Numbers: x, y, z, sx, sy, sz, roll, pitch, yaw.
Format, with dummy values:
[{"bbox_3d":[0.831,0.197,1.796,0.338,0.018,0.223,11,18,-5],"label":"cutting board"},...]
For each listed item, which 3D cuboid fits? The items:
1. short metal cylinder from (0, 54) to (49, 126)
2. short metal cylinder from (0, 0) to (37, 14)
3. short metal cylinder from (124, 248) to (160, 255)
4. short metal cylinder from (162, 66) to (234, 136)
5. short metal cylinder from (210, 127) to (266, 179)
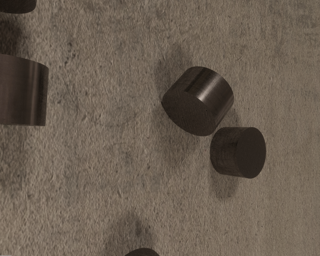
[{"bbox_3d":[-0.136,-0.028,0.256,0.081,0.080,0.050,4,88,-40],"label":"short metal cylinder"},{"bbox_3d":[-0.139,-0.136,0.253,0.081,0.080,0.050,13,82,-40],"label":"short metal cylinder"},{"bbox_3d":[-0.018,0.188,0.356,0.080,0.080,0.050,-51,120,-28],"label":"short metal cylinder"},{"bbox_3d":[0.051,-0.035,0.414,0.050,0.080,0.080,-50,120,-28],"label":"short metal cylinder"},{"bbox_3d":[0.126,0.038,0.497,0.081,0.050,0.079,0,90,-40],"label":"short metal cylinder"}]
